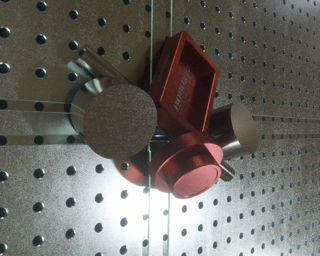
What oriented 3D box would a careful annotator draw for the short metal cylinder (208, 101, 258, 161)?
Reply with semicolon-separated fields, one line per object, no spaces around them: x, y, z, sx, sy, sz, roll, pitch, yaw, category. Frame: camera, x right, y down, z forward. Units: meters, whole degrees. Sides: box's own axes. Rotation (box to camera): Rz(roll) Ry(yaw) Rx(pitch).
0.105;0.006;0.465;0.080;0.050;0.080;25;55;-42;short metal cylinder

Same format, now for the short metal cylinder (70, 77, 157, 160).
-0.050;-0.012;0.335;0.081;0.050;0.079;-10;111;-27;short metal cylinder

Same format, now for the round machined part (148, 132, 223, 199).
0.038;0.054;0.395;0.099;0.042;0.097;-18;140;-15;round machined part

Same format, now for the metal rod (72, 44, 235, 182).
0.012;-0.003;0.419;0.301;0.025;0.025;38;67;-33;metal rod

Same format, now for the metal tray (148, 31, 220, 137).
0.034;-0.053;0.415;0.090;0.030;0.130;39;53;-33;metal tray
